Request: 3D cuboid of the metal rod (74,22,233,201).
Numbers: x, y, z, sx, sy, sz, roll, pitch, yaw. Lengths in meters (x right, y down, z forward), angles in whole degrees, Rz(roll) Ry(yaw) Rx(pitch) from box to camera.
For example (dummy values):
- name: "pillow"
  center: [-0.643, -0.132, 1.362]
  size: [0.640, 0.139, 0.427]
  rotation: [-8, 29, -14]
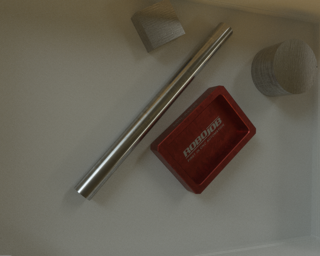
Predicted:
- name: "metal rod"
  center: [0.000, -0.031, 0.411]
  size: [0.025, 0.025, 0.300]
  rotation: [44, 76, -15]

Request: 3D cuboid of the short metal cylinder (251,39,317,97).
- name: "short metal cylinder"
  center: [0.187, -0.089, 0.468]
  size: [0.081, 0.050, 0.079]
  rotation: [0, 90, -21]

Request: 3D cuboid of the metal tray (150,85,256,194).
- name: "metal tray"
  center: [0.063, 0.015, 0.432]
  size: [0.130, 0.030, 0.090]
  rotation: [-44, 104, -15]

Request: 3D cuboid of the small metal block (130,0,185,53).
- name: "small metal block"
  center: [-0.003, -0.135, 0.410]
  size: [0.050, 0.025, 0.050]
  rotation: [-31, 100, -18]
